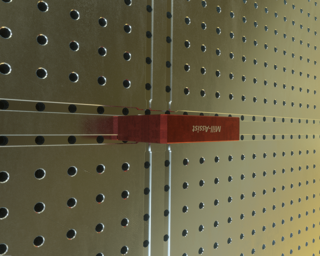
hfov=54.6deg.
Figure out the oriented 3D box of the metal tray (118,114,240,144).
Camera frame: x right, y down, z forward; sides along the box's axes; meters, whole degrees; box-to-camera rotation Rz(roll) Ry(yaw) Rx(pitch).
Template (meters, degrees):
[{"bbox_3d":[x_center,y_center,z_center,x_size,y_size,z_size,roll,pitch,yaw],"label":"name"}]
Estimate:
[{"bbox_3d":[0.025,0.001,0.386,0.131,0.090,0.030,0,90,-40],"label":"metal tray"}]
